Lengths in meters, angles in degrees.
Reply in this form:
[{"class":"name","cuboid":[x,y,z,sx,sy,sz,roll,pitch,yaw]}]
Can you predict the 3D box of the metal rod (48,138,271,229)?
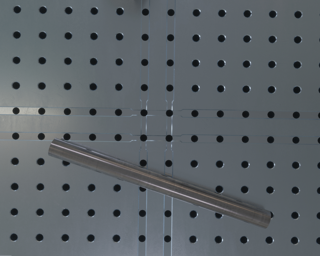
[{"class":"metal rod","cuboid":[0.000,0.074,0.413,0.302,0.025,0.025,19,90,0]}]
